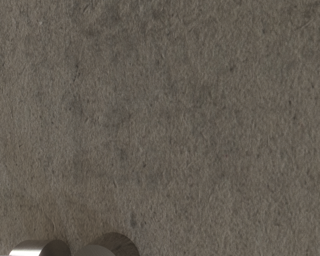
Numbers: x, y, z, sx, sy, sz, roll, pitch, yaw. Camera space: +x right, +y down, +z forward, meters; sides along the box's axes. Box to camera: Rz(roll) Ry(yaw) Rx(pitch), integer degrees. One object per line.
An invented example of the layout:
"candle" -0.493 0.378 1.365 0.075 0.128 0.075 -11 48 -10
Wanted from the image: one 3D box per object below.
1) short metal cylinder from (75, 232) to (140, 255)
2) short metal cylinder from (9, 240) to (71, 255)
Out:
"short metal cylinder" -0.073 0.189 0.420 0.080 0.050 0.079 0 90 19
"short metal cylinder" -0.170 0.200 0.438 0.050 0.080 0.080 -8 88 20
